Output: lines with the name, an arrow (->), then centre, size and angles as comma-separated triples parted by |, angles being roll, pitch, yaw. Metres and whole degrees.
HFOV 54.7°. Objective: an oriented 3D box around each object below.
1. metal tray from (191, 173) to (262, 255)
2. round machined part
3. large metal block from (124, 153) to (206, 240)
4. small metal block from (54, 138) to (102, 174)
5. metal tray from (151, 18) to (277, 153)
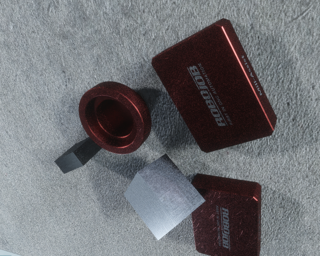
metal tray -> 0.093, 0.130, 0.434 | 0.090, 0.030, 0.129 | 5, 121, 25
round machined part -> -0.055, -0.017, 0.413 | 0.098, 0.042, 0.097 | 13, 124, 20
large metal block -> 0.003, 0.095, 0.422 | 0.080, 0.050, 0.080 | 50, 144, 15
small metal block -> -0.126, 0.041, 0.480 | 0.050, 0.050, 0.025 | -24, 106, 36
metal tray -> 0.061, -0.041, 0.345 | 0.090, 0.030, 0.130 | -20, 108, 35
